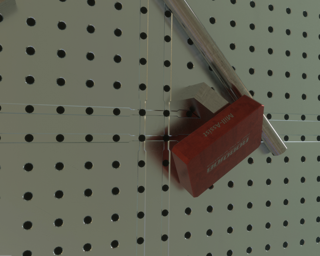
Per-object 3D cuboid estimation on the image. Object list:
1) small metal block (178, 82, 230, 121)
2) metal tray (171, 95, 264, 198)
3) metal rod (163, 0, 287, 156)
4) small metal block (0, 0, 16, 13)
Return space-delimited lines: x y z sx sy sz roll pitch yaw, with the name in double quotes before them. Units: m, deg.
"small metal block" 0.060 -0.035 0.423 0.050 0.050 0.025 36 78 -17
"metal tray" 0.081 0.025 0.415 0.131 0.030 0.090 -35 141 -17
"metal rod" 0.096 -0.079 0.449 0.025 0.025 0.300 -42 104 -15
"small metal block" -0.198 -0.149 0.339 0.050 0.025 0.050 -41 104 -16
